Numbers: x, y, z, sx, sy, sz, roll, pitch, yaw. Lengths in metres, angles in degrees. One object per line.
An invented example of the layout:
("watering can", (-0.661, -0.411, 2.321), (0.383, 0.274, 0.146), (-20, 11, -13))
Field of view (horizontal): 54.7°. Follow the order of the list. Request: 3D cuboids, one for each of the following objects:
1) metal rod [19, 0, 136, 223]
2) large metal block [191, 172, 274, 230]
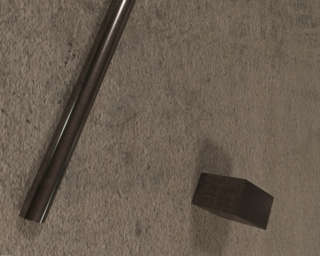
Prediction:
("metal rod", (-0.078, -0.048, 0.340), (0.025, 0.025, 0.299), (30, 71, -36))
("large metal block", (0.109, 0.108, 0.463), (0.080, 0.080, 0.050), (33, 70, -36))
